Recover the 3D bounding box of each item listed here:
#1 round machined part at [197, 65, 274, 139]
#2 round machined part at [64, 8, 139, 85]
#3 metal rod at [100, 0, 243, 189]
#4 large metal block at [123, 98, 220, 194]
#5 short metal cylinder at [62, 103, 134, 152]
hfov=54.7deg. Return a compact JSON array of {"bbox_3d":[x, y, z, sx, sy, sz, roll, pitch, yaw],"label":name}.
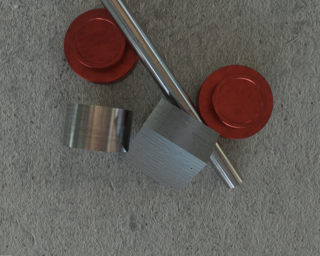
[{"bbox_3d":[0.099,-0.034,0.402,0.099,0.042,0.097,0,90,0],"label":"round machined part"},{"bbox_3d":[-0.076,-0.107,0.401,0.099,0.042,0.097,0,90,0],"label":"round machined part"},{"bbox_3d":[0.015,-0.049,0.386,0.025,0.025,0.299,-35,100,0],"label":"metal rod"},{"bbox_3d":[0.012,0.024,0.376,0.080,0.080,0.050,32,48,0],"label":"large metal block"},{"bbox_3d":[-0.076,-0.001,0.382,0.080,0.080,0.050,7,90,0],"label":"short metal cylinder"}]
